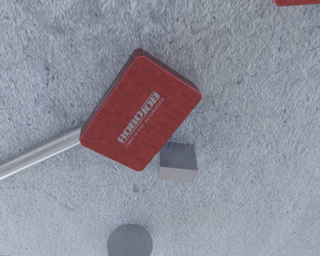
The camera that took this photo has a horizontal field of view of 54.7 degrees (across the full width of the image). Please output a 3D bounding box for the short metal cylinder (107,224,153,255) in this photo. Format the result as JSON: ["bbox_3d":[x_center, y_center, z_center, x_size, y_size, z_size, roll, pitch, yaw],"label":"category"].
[{"bbox_3d":[-0.056,0.223,0.560,0.081,0.080,0.050,5,130,-5],"label":"short metal cylinder"}]

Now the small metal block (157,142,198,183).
[{"bbox_3d":[0.023,0.046,0.431,0.050,0.050,0.025,7,130,-6],"label":"small metal block"}]

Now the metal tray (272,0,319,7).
[{"bbox_3d":[0.146,-0.174,0.257,0.091,0.030,0.129,-3,130,2],"label":"metal tray"}]

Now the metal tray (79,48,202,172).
[{"bbox_3d":[-0.025,-0.017,0.371,0.090,0.030,0.129,30,111,-23],"label":"metal tray"}]

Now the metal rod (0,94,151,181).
[{"bbox_3d":[-0.143,0.024,0.425,0.300,0.025,0.025,-23,127,18],"label":"metal rod"}]
